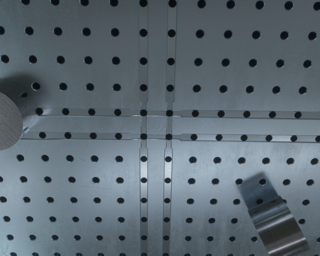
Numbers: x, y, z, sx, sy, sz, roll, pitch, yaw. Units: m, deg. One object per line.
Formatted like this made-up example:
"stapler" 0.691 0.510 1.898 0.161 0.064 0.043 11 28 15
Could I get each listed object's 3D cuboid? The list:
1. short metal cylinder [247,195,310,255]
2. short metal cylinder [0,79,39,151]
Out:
"short metal cylinder" 0.166 0.142 0.438 0.050 0.080 0.080 -28 108 10
"short metal cylinder" -0.204 -0.018 0.392 0.081 0.050 0.079 0 110 0
